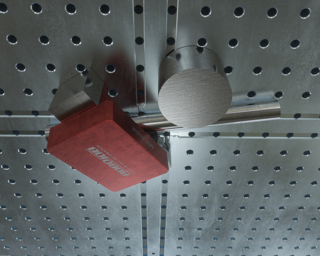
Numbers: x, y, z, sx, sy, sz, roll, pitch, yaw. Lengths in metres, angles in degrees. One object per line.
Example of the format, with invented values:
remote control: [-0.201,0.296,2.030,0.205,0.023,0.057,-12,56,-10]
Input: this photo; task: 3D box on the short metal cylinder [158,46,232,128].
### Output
short metal cylinder: [0.038,-0.046,0.356,0.081,0.050,0.079,0,130,0]

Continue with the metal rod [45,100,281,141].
metal rod: [0.000,-0.007,0.406,0.302,0.025,0.025,-6,130,4]

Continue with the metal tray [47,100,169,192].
metal tray: [-0.059,0.029,0.382,0.090,0.030,0.130,-24,138,19]

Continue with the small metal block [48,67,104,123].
small metal block: [-0.096,-0.038,0.361,0.050,0.050,0.025,-25,126,19]

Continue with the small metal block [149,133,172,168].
small metal block: [-0.017,0.038,0.442,0.050,0.025,0.050,-18,128,14]
